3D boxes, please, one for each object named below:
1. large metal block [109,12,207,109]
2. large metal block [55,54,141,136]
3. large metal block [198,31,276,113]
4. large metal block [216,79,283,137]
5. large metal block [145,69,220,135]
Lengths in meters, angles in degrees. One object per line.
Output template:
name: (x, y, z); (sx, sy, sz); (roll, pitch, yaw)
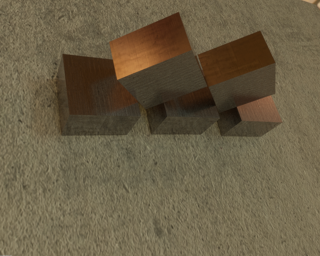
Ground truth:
large metal block: (0.001, -0.071, 0.351); (0.080, 0.080, 0.050); (45, 27, -63)
large metal block: (-0.077, -0.037, 0.372); (0.081, 0.050, 0.080); (0, 62, -29)
large metal block: (0.103, -0.070, 0.409); (0.080, 0.080, 0.050); (-19, 64, 12)
large metal block: (0.130, -0.033, 0.482); (0.081, 0.050, 0.080); (1, 61, -28)
large metal block: (0.025, -0.037, 0.427); (0.081, 0.050, 0.080); (1, 62, -28)
